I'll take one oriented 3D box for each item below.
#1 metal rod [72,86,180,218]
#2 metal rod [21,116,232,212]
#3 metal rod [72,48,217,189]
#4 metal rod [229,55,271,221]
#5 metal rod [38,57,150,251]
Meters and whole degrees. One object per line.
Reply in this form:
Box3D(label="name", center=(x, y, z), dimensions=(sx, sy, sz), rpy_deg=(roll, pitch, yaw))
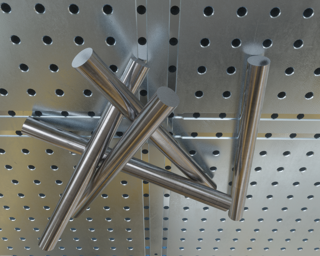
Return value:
Box3D(label="metal rod", center=(-0.064, 0.051, 0.398), dimensions=(0.025, 0.025, 0.298), rpy_deg=(23, 136, -19))
Box3D(label="metal rod", center=(-0.039, 0.053, 0.430), dimensions=(0.301, 0.025, 0.025), rpy_deg=(23, 127, -9))
Box3D(label="metal rod", center=(0.003, 0.015, 0.393), dimensions=(0.025, 0.025, 0.300), rpy_deg=(-25, 135, 19))
Box3D(label="metal rod", center=(0.121, 0.038, 0.444), dimensions=(0.025, 0.025, 0.298), rpy_deg=(-3, 130, 2))
Box3D(label="metal rod", center=(-0.093, 0.047, 0.400), dimensions=(0.025, 0.025, 0.298), rpy_deg=(23, 111, -19))
